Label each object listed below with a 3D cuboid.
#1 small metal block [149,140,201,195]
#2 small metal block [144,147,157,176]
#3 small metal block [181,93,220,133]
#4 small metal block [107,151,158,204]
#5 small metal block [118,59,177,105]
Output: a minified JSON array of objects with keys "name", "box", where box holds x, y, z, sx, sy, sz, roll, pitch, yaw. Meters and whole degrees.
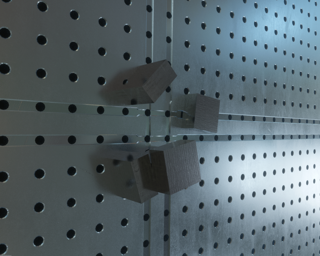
[{"name":"small metal block","box":[0.018,0.044,0.359,0.050,0.025,0.050,-15,100,-39]},{"name":"small metal block","box":[-0.004,0.045,0.388,0.050,0.050,0.025,-22,104,-38]},{"name":"small metal block","box":[0.061,-0.021,0.459,0.050,0.025,0.050,10,84,-39]},{"name":"small metal block","box":[-0.033,0.056,0.365,0.025,0.050,0.050,-22,104,-38]},{"name":"small metal block","box":[-0.016,-0.055,0.379,0.050,0.050,0.025,-52,121,-27]}]
